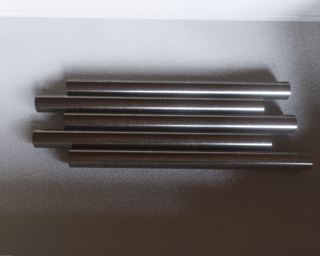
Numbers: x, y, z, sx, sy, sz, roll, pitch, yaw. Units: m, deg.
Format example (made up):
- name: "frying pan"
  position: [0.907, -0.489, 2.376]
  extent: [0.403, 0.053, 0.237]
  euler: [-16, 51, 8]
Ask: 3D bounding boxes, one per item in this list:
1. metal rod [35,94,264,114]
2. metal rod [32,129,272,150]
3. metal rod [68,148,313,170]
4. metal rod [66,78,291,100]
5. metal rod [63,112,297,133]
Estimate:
- name: "metal rod"
  position: [-0.013, -0.031, 0.419]
  extent: [0.302, 0.025, 0.025]
  euler: [1, 70, 0]
- name: "metal rod"
  position: [-0.009, 0.015, 0.402]
  extent: [0.302, 0.025, 0.025]
  euler: [1, 70, 0]
- name: "metal rod"
  position: [0.038, 0.040, 0.394]
  extent: [0.302, 0.025, 0.025]
  euler: [1, 70, 0]
- name: "metal rod"
  position: [0.025, -0.054, 0.428]
  extent: [0.302, 0.025, 0.025]
  euler: [1, 70, 0]
- name: "metal rod"
  position: [0.026, -0.007, 0.411]
  extent: [0.302, 0.025, 0.025]
  euler: [1, 70, 0]
